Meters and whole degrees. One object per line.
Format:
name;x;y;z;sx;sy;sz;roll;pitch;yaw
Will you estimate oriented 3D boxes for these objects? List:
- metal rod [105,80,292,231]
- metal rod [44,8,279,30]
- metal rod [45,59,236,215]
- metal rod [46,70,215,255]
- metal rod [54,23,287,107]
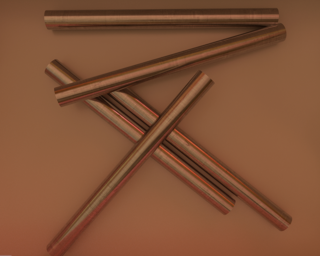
metal rod;0.049;0.034;0.411;0.300;0.025;0.025;38;90;-1
metal rod;0.003;-0.145;0.410;0.302;0.025;0.025;-1;90;-1
metal rod;-0.026;0.012;0.410;0.300;0.025;0.025;38;90;-1
metal rod;-0.041;0.050;0.390;0.025;0.025;0.299;41;97;-1
metal rod;0.019;-0.082;0.395;0.302;0.025;0.025;-18;90;-7
